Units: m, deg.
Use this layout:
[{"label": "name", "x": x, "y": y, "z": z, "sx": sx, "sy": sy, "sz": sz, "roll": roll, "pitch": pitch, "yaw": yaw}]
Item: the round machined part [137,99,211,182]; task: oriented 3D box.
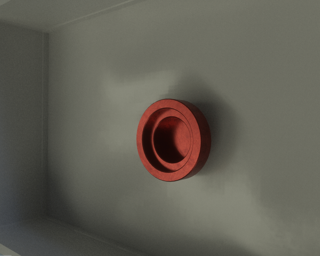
[{"label": "round machined part", "x": 0.021, "y": 0.014, "z": 0.380, "sx": 0.098, "sy": 0.042, "sz": 0.097, "roll": 0, "pitch": 90, "yaw": 40}]
